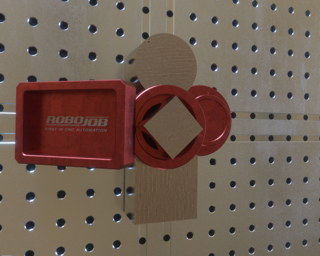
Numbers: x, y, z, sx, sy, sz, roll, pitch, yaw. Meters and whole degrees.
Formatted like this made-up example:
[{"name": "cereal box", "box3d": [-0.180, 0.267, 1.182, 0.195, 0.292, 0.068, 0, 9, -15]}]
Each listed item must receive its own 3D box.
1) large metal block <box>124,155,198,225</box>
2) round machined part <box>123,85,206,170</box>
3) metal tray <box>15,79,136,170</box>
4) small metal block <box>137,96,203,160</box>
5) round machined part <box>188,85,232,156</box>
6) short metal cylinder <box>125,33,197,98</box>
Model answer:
[{"name": "large metal block", "box3d": [0.000, 0.073, 0.396, 0.081, 0.050, 0.080, 1, 90, -20]}, {"name": "round machined part", "box3d": [0.002, -0.001, 0.373, 0.099, 0.042, 0.097, 0, 90, -20]}, {"name": "metal tray", "box3d": [-0.093, -0.005, 0.337, 0.130, 0.030, 0.089, 1, 90, 17]}, {"name": "small metal block", "box3d": [0.012, -0.001, 0.351, 0.050, 0.025, 0.050, -43, 104, -15]}, {"name": "round machined part", "box3d": [0.056, -0.010, 0.423, 0.099, 0.042, 0.097, 0, 90, -20]}, {"name": "short metal cylinder", "box3d": [0.000, -0.075, 0.399, 0.081, 0.050, 0.080, 0, 90, -20]}]
